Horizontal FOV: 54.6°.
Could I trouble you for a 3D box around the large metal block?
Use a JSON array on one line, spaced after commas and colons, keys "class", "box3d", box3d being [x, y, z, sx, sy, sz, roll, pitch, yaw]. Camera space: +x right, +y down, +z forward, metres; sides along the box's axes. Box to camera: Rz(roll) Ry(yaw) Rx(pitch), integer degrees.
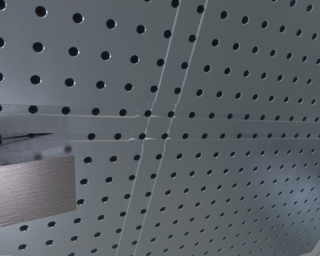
[{"class": "large metal block", "box3d": [-0.142, 0.056, 0.352, 0.081, 0.050, 0.079, -8, 122, -24]}]
